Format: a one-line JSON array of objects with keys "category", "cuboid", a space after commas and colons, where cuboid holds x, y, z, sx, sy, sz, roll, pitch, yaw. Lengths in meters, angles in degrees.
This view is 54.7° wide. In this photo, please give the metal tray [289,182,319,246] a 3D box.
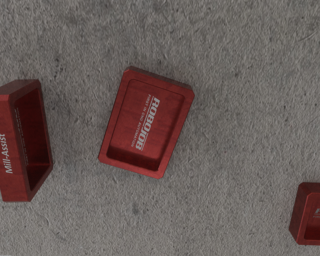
[{"category": "metal tray", "cuboid": [0.267, 0.128, 0.456, 0.131, 0.030, 0.089, 2, 110, -1]}]

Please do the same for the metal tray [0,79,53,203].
[{"category": "metal tray", "cuboid": [-0.168, 0.013, 0.378, 0.030, 0.090, 0.129, -1, 110, 0]}]

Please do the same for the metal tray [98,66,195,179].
[{"category": "metal tray", "cuboid": [-0.019, -0.005, 0.404, 0.091, 0.030, 0.129, 18, 109, -7]}]
